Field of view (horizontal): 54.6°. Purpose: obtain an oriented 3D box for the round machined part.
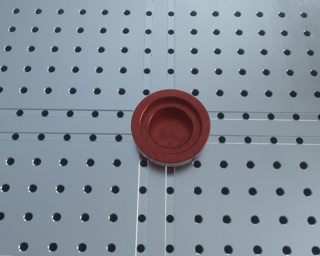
[{"bbox_3d":[0.013,0.003,0.402,0.099,0.042,0.098,0,70,0],"label":"round machined part"}]
